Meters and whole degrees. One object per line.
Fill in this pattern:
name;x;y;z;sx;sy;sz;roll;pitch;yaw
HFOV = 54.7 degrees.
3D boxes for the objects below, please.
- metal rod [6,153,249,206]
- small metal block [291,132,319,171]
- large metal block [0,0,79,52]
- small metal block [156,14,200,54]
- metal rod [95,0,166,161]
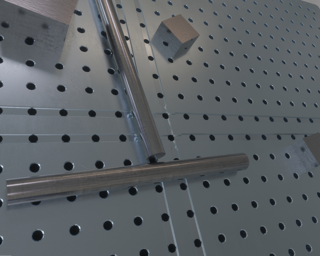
metal rod;-0.013;0.054;0.367;0.303;0.025;0.025;-3;63;-30
small metal block;0.259;0.039;0.523;0.050;0.025;0.050;-13;69;-34
large metal block;-0.155;-0.158;0.405;0.081;0.050;0.080;17;55;-19
small metal block;0.030;-0.159;0.521;0.050;0.025;0.050;49;51;6
metal rod;-0.051;-0.095;0.438;0.025;0.025;0.299;-6;65;-31
